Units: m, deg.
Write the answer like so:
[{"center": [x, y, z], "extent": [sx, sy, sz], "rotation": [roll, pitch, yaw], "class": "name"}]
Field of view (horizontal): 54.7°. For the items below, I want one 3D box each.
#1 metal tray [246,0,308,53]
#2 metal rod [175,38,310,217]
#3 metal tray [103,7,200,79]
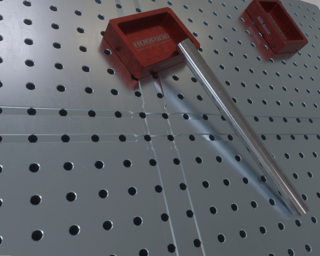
[{"center": [0.257, -0.226, 0.681], "extent": [0.091, 0.030, 0.130], "rotation": [-13, 69, -34], "class": "metal tray"}, {"center": [0.118, -0.003, 0.453], "extent": [0.025, 0.025, 0.299], "rotation": [-32, 86, -38], "class": "metal rod"}, {"center": [-0.009, -0.136, 0.483], "extent": [0.131, 0.030, 0.090], "rotation": [-29, 78, -38], "class": "metal tray"}]
